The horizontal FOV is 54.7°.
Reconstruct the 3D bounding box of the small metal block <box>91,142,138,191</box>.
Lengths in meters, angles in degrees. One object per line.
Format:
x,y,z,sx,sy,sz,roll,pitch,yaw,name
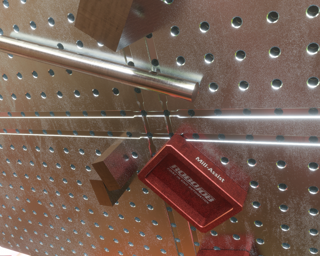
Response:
-0.067,0.058,0.466,0.025,0.050,0.050,-18,109,35,small metal block

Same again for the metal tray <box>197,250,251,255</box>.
0.120,0.257,0.503,0.090,0.030,0.129,-14,111,34,metal tray

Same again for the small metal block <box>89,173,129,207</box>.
-0.079,0.087,0.491,0.025,0.050,0.050,-1,118,29,small metal block

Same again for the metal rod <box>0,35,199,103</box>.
-0.095,-0.083,0.409,0.301,0.025,0.025,17,125,18,metal rod

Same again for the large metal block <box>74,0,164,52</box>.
-0.032,-0.134,0.310,0.050,0.080,0.079,33,129,6,large metal block

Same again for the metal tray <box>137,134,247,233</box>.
0.043,0.080,0.434,0.130,0.030,0.090,41,129,0,metal tray
